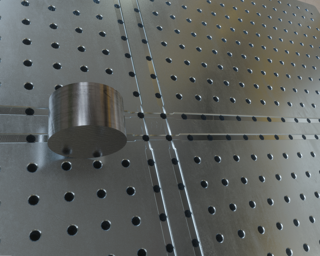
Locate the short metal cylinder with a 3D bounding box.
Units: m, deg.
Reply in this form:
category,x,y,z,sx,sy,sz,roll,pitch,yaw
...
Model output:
category,x,y,z,sx,sy,sz,roll,pitch,yaw
short metal cylinder,-0.078,-0.006,0.335,0.081,0.080,0.050,5,60,-26
